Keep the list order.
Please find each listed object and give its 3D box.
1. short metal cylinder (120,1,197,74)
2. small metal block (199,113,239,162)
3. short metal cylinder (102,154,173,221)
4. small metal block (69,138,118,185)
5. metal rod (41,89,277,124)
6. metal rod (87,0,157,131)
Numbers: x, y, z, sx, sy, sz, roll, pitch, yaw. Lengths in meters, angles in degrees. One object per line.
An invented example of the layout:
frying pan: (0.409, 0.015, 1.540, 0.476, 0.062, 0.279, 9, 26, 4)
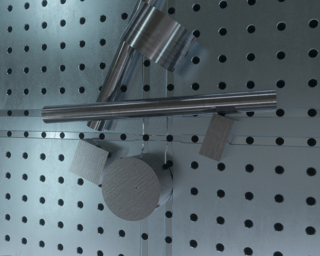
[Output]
short metal cylinder: (-0.002, -0.111, 0.384, 0.080, 0.080, 0.050, 37, 102, 16)
small metal block: (0.072, 0.011, 0.374, 0.025, 0.050, 0.050, 21, 97, 19)
short metal cylinder: (-0.029, 0.076, 0.409, 0.080, 0.050, 0.079, 0, 90, 20)
small metal block: (-0.096, 0.047, 0.446, 0.050, 0.025, 0.050, 22, 97, 18)
metal rod: (-0.011, -0.026, 0.398, 0.301, 0.025, 0.025, -3, 89, 13)
metal rod: (-0.034, -0.135, 0.424, 0.025, 0.025, 0.298, 27, 99, 18)
